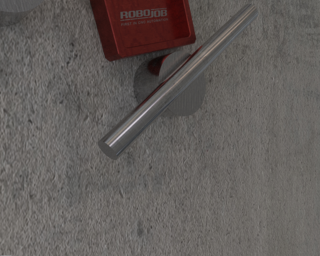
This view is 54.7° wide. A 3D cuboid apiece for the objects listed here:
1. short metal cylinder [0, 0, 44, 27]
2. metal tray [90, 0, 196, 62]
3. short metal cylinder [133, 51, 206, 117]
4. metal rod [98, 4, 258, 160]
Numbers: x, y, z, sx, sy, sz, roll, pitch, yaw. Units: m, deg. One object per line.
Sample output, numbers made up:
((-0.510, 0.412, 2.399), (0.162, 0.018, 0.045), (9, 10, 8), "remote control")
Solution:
((-0.143, -0.134, 0.268), (0.081, 0.050, 0.080), (0, 90, -40), "short metal cylinder")
((-0.017, -0.140, 0.386), (0.131, 0.030, 0.089), (-23, 104, -38), "metal tray")
((0.013, -0.054, 0.399), (0.081, 0.050, 0.080), (0, 90, -40), "short metal cylinder")
((0.040, -0.073, 0.372), (0.301, 0.025, 0.025), (-46, 118, -30), "metal rod")
